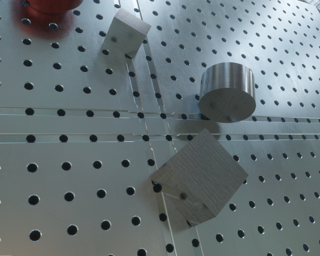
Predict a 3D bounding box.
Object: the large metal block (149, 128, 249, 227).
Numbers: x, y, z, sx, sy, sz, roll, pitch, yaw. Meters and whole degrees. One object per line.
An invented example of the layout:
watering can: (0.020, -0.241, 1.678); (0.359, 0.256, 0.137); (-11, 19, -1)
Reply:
large metal block: (0.049, 0.060, 0.384); (0.080, 0.050, 0.080); (48, 51, 5)

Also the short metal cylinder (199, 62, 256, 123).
short metal cylinder: (0.100, -0.051, 0.460); (0.080, 0.080, 0.050); (21, 54, -16)

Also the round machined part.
round machined part: (-0.156, -0.200, 0.436); (0.099, 0.042, 0.098); (14, 56, -21)

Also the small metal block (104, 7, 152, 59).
small metal block: (-0.048, -0.137, 0.452); (0.050, 0.050, 0.025); (28, 52, -11)
